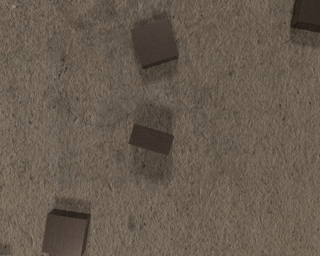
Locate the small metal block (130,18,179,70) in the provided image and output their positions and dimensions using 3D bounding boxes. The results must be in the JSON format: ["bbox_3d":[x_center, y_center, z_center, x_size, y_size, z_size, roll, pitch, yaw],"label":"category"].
[{"bbox_3d":[-0.007,-0.110,0.410,0.050,0.025,0.050,-18,90,-1],"label":"small metal block"}]

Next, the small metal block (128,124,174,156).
[{"bbox_3d":[-0.011,0.014,0.397,0.050,0.050,0.025,17,90,-1],"label":"small metal block"}]

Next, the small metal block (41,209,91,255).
[{"bbox_3d":[-0.123,0.138,0.409,0.050,0.025,0.050,9,90,-1],"label":"small metal block"}]

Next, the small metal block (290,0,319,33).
[{"bbox_3d":[0.208,-0.158,0.413,0.050,0.025,0.050,11,90,-1],"label":"small metal block"}]
